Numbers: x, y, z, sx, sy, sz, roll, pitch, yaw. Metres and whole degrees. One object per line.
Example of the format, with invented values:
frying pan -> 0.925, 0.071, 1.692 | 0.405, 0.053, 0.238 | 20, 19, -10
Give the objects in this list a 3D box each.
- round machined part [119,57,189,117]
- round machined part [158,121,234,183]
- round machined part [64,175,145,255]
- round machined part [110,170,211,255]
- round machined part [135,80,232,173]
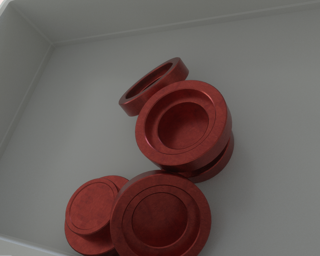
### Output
round machined part -> -0.002, -0.046, 0.404 | 0.098, 0.042, 0.098 | -33, 19, 13
round machined part -> 0.034, 0.013, 0.368 | 0.098, 0.042, 0.098 | -13, 56, 20
round machined part -> -0.069, 0.098, 0.361 | 0.098, 0.042, 0.098 | -13, 49, 16
round machined part -> -0.001, 0.091, 0.316 | 0.098, 0.098, 0.042 | -46, 9, -4
round machined part -> 0.027, 0.001, 0.325 | 0.098, 0.042, 0.098 | -13, 56, 20
